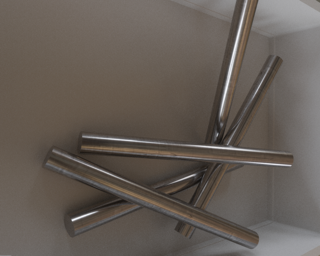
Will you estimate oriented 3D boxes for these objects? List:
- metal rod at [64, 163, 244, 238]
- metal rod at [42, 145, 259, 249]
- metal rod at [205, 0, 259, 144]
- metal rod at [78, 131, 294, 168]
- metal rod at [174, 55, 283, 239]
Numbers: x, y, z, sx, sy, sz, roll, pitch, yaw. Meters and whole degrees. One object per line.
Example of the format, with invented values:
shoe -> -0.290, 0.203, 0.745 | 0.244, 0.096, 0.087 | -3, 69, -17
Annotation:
metal rod -> 0.018, 0.079, 0.424 | 0.302, 0.025, 0.025 | -12, 98, -40
metal rod -> 0.008, 0.093, 0.375 | 0.301, 0.025, 0.025 | 28, 72, -24
metal rod -> 0.094, -0.085, 0.400 | 0.025, 0.025, 0.298 | -21, 131, -38
metal rod -> 0.050, 0.031, 0.397 | 0.302, 0.025, 0.025 | 6, 86, -24
metal rod -> 0.105, 0.018, 0.450 | 0.025, 0.025, 0.300 | 40, 74, -33
